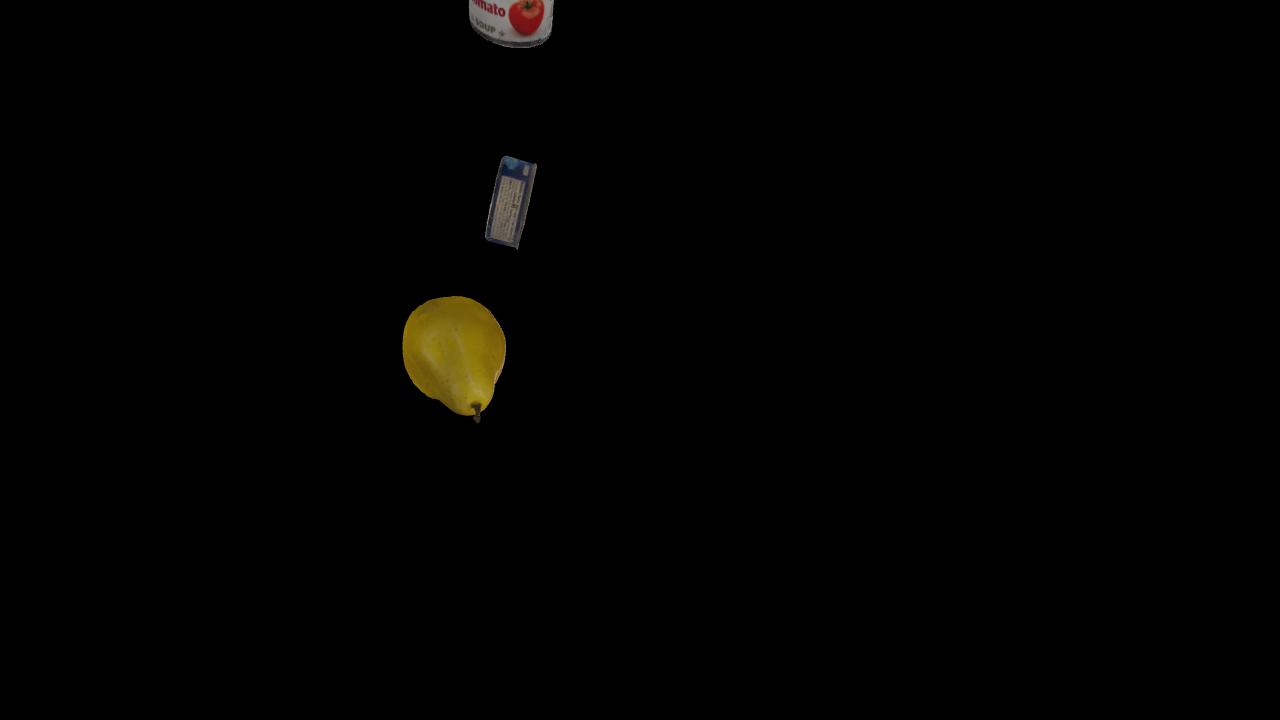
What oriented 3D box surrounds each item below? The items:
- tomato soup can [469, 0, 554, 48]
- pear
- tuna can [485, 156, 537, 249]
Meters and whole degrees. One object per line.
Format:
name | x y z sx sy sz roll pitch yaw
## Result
tomato soup can | -0.095 -0.299 0.459 0.068 0.068 0.101 0 -33 -14
pear | -0.126 0.009 0.443 0.080 0.111 0.080 -22 -31 -14
tuna can | -0.125 -0.153 0.596 0.034 0.084 0.084 13 -3 -13
